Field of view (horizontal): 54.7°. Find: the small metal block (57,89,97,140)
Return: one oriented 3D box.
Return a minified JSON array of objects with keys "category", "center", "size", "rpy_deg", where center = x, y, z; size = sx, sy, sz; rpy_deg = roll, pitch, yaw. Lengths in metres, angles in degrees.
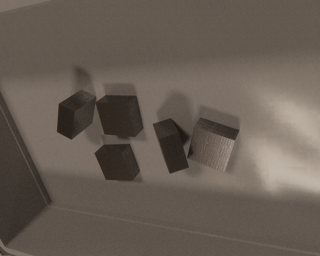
[{"category":"small metal block","center":[-0.118,-0.020,0.441],"size":[0.025,0.050,0.050],"rpy_deg":[27,128,11]}]

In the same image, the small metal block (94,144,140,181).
[{"category":"small metal block","center":[-0.065,0.053,0.474],"size":[0.050,0.025,0.050],"rpy_deg":[-4,117,29]}]

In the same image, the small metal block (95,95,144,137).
[{"category":"small metal block","center":[-0.055,-0.017,0.425],"size":[0.050,0.025,0.050],"rpy_deg":[4,120,26]}]

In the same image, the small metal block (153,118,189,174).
[{"category":"small metal block","center":[0.013,0.022,0.394],"size":[0.025,0.050,0.050],"rpy_deg":[-18,114,-3]}]

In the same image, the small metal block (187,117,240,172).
[{"category":"small metal block","center":[0.066,0.021,0.386],"size":[0.050,0.025,0.050],"rpy_deg":[20,126,16]}]
